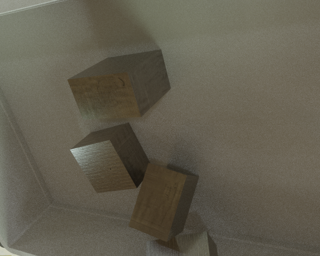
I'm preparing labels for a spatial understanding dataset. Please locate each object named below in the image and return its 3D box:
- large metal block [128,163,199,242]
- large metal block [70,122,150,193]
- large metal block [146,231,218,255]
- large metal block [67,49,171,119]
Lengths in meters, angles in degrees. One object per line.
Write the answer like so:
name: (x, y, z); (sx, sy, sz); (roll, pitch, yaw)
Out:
large metal block: (0.009, 0.093, 0.405); (0.050, 0.080, 0.080); (16, 85, 19)
large metal block: (-0.071, 0.046, 0.458); (0.080, 0.050, 0.080); (-14, 111, 34)
large metal block: (0.030, 0.182, 0.381); (0.080, 0.080, 0.050); (-15, 137, 15)
large metal block: (-0.044, -0.052, 0.365); (0.080, 0.080, 0.050); (-1, 118, 29)
